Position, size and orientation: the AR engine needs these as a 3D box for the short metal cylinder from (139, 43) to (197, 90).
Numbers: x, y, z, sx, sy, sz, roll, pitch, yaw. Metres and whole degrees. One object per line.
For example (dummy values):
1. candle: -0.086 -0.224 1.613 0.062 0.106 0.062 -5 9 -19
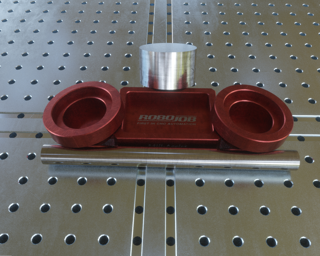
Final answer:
1. short metal cylinder: 0.011 -0.090 0.443 0.081 0.050 0.080 0 24 0

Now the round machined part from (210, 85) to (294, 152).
1. round machined part: 0.112 -0.008 0.392 0.099 0.042 0.098 5 48 -6

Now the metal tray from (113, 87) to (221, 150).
1. metal tray: 0.010 -0.012 0.409 0.131 0.030 0.090 1 51 0

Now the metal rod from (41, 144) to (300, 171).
1. metal rod: 0.011 0.035 0.373 0.302 0.025 0.025 1 50 1

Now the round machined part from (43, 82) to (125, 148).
1. round machined part: -0.093 -0.012 0.395 0.099 0.042 0.098 -5 47 6
